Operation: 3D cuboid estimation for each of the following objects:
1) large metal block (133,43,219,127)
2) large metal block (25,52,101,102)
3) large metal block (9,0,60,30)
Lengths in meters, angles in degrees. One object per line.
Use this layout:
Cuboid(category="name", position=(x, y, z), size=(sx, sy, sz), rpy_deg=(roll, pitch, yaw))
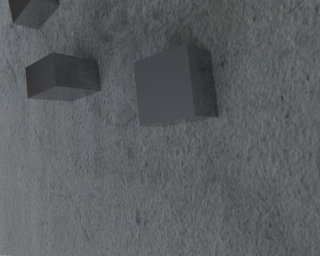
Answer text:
Cuboid(category="large metal block", position=(0.018, -0.047, 0.372), size=(0.080, 0.050, 0.080), rpy_deg=(-10, 84, 39))
Cuboid(category="large metal block", position=(-0.154, -0.077, 0.493), size=(0.080, 0.081, 0.050), rpy_deg=(-12, 83, 39))
Cuboid(category="large metal block", position=(-0.241, -0.247, 0.584), size=(0.080, 0.050, 0.080), rpy_deg=(-28, 73, 36))
